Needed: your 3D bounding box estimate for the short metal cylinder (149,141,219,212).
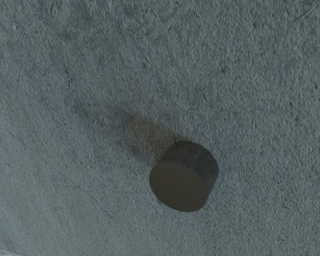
[{"bbox_3d":[0.032,0.065,0.414,0.080,0.050,0.080,13,124,21],"label":"short metal cylinder"}]
